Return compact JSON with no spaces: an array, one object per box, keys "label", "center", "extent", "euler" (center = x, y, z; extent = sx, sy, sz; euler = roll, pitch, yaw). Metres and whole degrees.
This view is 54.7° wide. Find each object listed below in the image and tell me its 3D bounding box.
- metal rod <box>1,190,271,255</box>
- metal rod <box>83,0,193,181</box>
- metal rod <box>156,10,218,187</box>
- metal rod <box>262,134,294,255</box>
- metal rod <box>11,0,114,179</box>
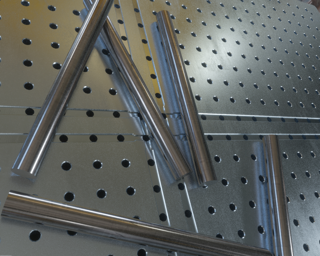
[{"label":"metal rod","center":[-0.007,0.116,0.334],"extent":[0.302,0.025,0.025],"euler":[19,55,-18]},{"label":"metal rod","center":[-0.037,-0.067,0.429],"extent":[0.025,0.025,0.299],"euler":[-17,71,-35]},{"label":"metal rod","center":[0.034,-0.060,0.464],"extent":[0.025,0.025,0.299],"euler":[2,61,-28]},{"label":"metal rod","center":[0.161,0.140,0.411],"extent":[0.025,0.025,0.300],"euler":[19,54,-17]},{"label":"metal rod","center":[-0.105,-0.081,0.383],"extent":[0.025,0.025,0.300],"euler":[23,59,-15]}]
